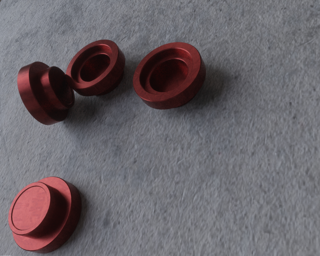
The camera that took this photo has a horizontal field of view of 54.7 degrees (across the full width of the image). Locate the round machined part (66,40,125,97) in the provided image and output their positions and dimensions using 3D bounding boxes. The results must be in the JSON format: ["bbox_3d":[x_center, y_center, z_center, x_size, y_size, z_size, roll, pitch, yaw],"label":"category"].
[{"bbox_3d":[-0.098,-0.091,0.498,0.098,0.042,0.098,-13,56,20],"label":"round machined part"}]

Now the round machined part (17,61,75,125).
[{"bbox_3d":[-0.168,-0.057,0.478,0.042,0.098,0.098,-18,55,12],"label":"round machined part"}]

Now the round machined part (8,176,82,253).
[{"bbox_3d":[-0.156,0.109,0.406,0.098,0.042,0.098,-13,56,20],"label":"round machined part"}]

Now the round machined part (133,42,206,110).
[{"bbox_3d":[0.016,-0.066,0.424,0.098,0.042,0.098,-13,56,20],"label":"round machined part"}]
